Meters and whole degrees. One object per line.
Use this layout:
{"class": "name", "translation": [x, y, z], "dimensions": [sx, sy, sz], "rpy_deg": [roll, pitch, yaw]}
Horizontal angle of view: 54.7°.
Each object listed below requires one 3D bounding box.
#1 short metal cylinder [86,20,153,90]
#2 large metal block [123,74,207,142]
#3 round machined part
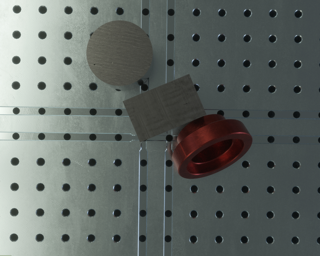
{"class": "short metal cylinder", "translation": [-0.049, -0.091, 0.400], "dimensions": [0.081, 0.050, 0.079], "rpy_deg": [0, 90, 0]}
{"class": "large metal block", "translation": [0.005, -0.022, 0.386], "dimensions": [0.080, 0.080, 0.050], "rpy_deg": [-23, 90, 0]}
{"class": "round machined part", "translation": [0.060, 0.020, 0.385], "dimensions": [0.098, 0.098, 0.042], "rpy_deg": [-24, 58, 0]}
